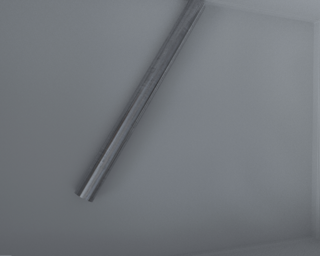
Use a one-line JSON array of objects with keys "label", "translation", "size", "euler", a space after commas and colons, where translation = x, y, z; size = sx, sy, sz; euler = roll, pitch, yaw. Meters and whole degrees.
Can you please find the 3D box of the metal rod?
[{"label": "metal rod", "translation": [-0.021, -0.044, 0.403], "size": [0.025, 0.025, 0.300], "euler": [33, 79, -18]}]
